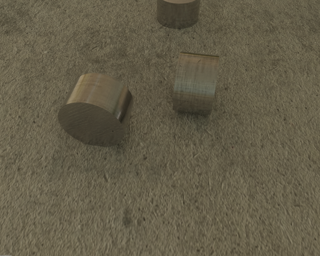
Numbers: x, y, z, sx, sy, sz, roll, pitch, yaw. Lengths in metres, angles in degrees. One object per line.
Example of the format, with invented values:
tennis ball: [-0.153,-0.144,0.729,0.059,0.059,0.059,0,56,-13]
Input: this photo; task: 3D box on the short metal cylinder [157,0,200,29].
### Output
short metal cylinder: [0.034,-0.230,0.580,0.080,0.050,0.080,0,50,0]

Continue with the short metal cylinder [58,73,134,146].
short metal cylinder: [-0.078,-0.021,0.385,0.080,0.080,0.050,8,51,6]

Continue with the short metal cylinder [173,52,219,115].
short metal cylinder: [0.048,-0.060,0.418,0.050,0.080,0.080,8,51,6]
